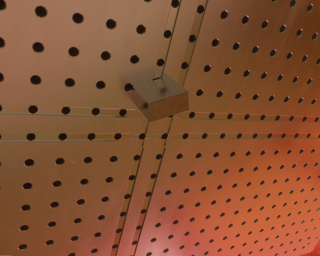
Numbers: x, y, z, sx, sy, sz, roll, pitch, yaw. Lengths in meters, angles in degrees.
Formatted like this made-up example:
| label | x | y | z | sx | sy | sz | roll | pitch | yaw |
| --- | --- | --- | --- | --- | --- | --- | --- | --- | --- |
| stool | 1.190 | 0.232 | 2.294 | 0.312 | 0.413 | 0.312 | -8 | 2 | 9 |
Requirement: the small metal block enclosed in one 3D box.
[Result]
| label | x | y | z | sx | sy | sz | roll | pitch | yaw |
| --- | --- | --- | --- | --- | --- | --- | --- | --- | --- |
| small metal block | 0.000 | -0.036 | 0.372 | 0.050 | 0.050 | 0.025 | -18 | 126 | -18 |
